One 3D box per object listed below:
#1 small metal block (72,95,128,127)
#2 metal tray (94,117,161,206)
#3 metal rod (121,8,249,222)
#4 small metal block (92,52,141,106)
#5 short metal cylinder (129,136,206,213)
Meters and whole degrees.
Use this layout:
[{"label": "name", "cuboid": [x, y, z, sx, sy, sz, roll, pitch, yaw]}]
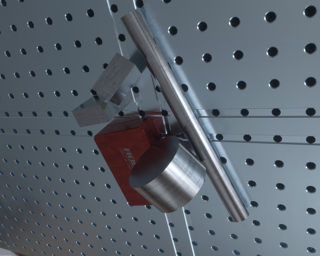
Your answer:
[{"label": "small metal block", "cuboid": [-0.081, -0.027, 0.419, 0.050, 0.050, 0.025, -9, 114, 32]}, {"label": "metal tray", "cuboid": [-0.030, 0.054, 0.455, 0.090, 0.030, 0.129, -11, 113, 32]}, {"label": "metal rod", "cuboid": [0.039, -0.004, 0.387, 0.025, 0.025, 0.299, -19, 109, 35]}, {"label": "small metal block", "cuboid": [-0.050, -0.057, 0.372, 0.025, 0.050, 0.050, 35, 90, 5]}, {"label": "short metal cylinder", "cuboid": [0.009, 0.056, 0.379, 0.080, 0.080, 0.050, -29, 115, 37]}]
